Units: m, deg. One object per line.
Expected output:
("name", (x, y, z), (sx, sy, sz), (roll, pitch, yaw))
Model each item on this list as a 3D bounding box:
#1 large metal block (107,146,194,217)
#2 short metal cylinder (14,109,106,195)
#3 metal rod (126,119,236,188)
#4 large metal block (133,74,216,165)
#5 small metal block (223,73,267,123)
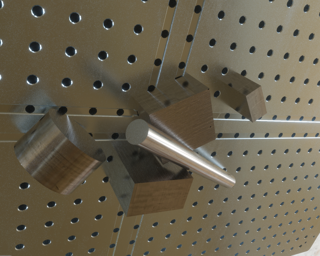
("large metal block", (-0.016, 0.065, 0.409), (0.081, 0.080, 0.050), (0, 118, -29))
("short metal cylinder", (-0.106, 0.025, 0.334), (0.050, 0.080, 0.080), (-45, 130, 2))
("metal rod", (0.049, 0.048, 0.412), (0.025, 0.025, 0.301), (-49, 147, 6))
("large metal block", (0.021, -0.012, 0.401), (0.081, 0.050, 0.080), (-25, 128, -14))
("small metal block", (0.120, -0.043, 0.436), (0.025, 0.050, 0.050), (-34, 129, -7))
